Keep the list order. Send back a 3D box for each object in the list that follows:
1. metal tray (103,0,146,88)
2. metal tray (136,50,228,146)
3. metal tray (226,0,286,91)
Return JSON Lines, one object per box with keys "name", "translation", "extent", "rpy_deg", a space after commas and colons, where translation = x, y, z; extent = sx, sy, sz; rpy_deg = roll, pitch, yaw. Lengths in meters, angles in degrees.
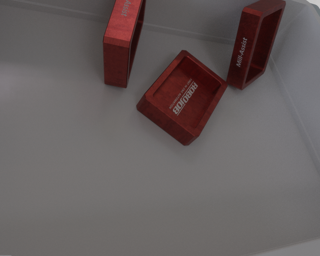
{"name": "metal tray", "translation": [-0.044, -0.130, 0.407], "extent": [0.030, 0.090, 0.130], "rpy_deg": [12, 62, -3]}
{"name": "metal tray", "translation": [0.037, -0.048, 0.450], "extent": [0.090, 0.030, 0.130], "rpy_deg": [38, 51, -3]}
{"name": "metal tray", "translation": [0.155, -0.136, 0.505], "extent": [0.030, 0.129, 0.091], "rpy_deg": [30, 46, 28]}
